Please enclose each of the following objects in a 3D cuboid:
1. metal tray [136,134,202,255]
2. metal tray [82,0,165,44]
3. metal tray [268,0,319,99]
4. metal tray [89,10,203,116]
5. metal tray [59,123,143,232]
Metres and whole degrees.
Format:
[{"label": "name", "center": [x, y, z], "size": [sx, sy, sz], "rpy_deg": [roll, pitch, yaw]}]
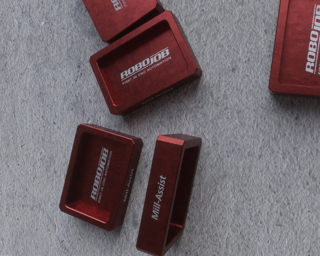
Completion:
[{"label": "metal tray", "center": [0.014, 0.073, 0.369], "size": [0.030, 0.090, 0.129], "rpy_deg": [12, 94, 20]}, {"label": "metal tray", "center": [-0.062, -0.191, 0.428], "size": [0.090, 0.030, 0.130], "rpy_deg": [-29, 81, 17]}, {"label": "metal tray", "center": [0.176, -0.099, 0.343], "size": [0.090, 0.030, 0.129], "rpy_deg": [8, 93, 19]}, {"label": "metal tray", "center": [-0.021, -0.083, 0.413], "size": [0.130, 0.030, 0.090], "rpy_deg": [-26, 82, 18]}, {"label": "metal tray", "center": [-0.084, 0.066, 0.435], "size": [0.090, 0.030, 0.129], "rpy_deg": [16, 95, 19]}]
